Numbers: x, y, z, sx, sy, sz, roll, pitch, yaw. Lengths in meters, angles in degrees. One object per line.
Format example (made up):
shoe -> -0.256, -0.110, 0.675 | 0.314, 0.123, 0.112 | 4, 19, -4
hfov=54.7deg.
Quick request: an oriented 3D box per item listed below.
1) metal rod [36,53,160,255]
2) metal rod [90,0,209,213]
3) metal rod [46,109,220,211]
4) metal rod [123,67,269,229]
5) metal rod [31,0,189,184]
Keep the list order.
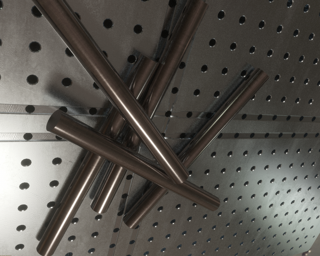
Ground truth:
metal rod -> -0.085, 0.044, 0.393 | 0.025, 0.025, 0.298 | 20, 108, -36
metal rod -> -0.021, -0.016, 0.391 | 0.025, 0.025, 0.298 | 15, 111, -35
metal rod -> -0.010, 0.057, 0.408 | 0.301, 0.025, 0.025 | 34, 99, -39
metal rod -> 0.050, 0.033, 0.460 | 0.299, 0.025, 0.025 | -49, 129, 6
metal rod -> -0.047, -0.040, 0.333 | 0.025, 0.025, 0.299 | -38, 121, -4
